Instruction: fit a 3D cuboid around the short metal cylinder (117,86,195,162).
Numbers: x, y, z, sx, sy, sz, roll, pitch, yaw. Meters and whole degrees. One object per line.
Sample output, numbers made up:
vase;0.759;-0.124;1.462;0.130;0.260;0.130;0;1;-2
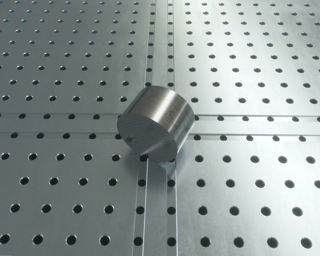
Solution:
short metal cylinder;-0.004;-0.004;0.376;0.080;0.080;0.050;21;53;17
